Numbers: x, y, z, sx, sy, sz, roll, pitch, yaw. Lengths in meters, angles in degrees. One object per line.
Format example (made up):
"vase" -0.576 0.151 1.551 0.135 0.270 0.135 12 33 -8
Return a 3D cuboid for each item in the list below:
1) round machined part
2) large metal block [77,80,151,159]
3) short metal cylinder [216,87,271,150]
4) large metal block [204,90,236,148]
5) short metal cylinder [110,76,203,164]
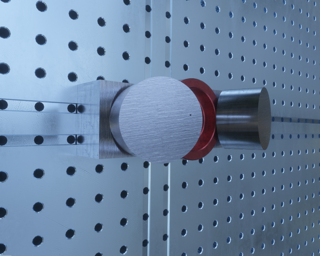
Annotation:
"round machined part" 0.028 -0.011 0.383 0.099 0.042 0.097 0 90 -40
"large metal block" -0.046 -0.008 0.354 0.081 0.050 0.080 1 90 -40
"short metal cylinder" 0.111 -0.012 0.404 0.080 0.050 0.080 1 89 -60
"large metal block" 0.070 -0.013 0.451 0.081 0.050 0.080 -1 91 -40
"short metal cylinder" -0.006 -0.008 0.306 0.081 0.050 0.079 0 91 -19
